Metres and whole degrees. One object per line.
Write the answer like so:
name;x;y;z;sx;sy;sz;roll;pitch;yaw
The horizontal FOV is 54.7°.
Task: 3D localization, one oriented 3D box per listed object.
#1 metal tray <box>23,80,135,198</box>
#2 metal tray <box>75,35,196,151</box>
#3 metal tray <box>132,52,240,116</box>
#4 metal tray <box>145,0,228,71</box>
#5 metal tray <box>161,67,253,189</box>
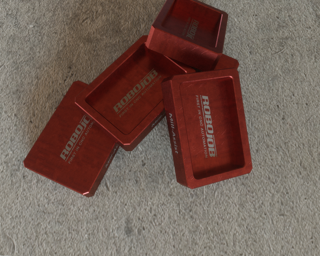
metal tray;-0.099;0.012;0.400;0.090;0.030;0.130;23;71;8
metal tray;-0.028;-0.046;0.391;0.090;0.030;0.130;40;74;13
metal tray;0.033;-0.077;0.435;0.130;0.030;0.090;26;72;8
metal tray;0.041;-0.135;0.420;0.090;0.030;0.130;22;44;-3
metal tray;0.057;-0.002;0.372;0.091;0.030;0.129;-11;94;-21
